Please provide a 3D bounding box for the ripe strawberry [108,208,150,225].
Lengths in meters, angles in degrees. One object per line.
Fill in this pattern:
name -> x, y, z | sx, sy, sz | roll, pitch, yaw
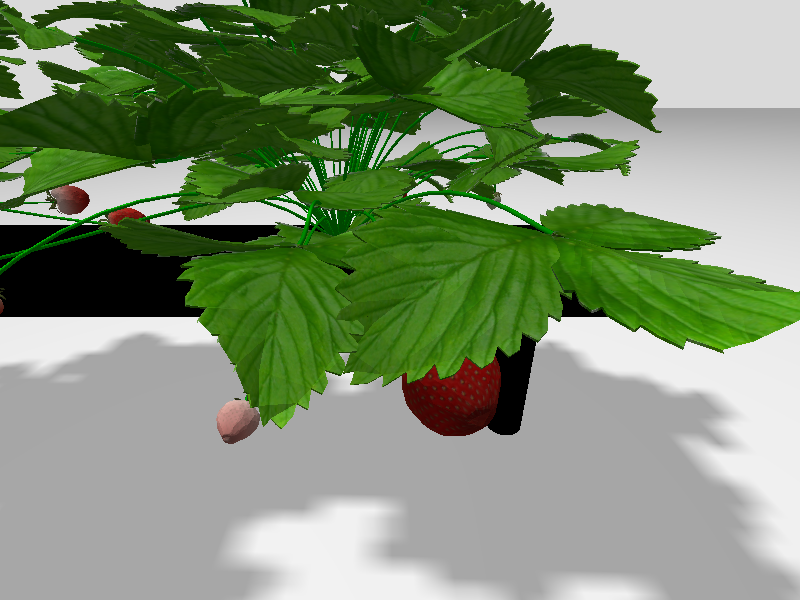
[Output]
ripe strawberry -> -0.252, -0.071, 0.374 | 0.031, 0.033, 0.029 | -1, 27, -3

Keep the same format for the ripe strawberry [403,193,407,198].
ripe strawberry -> -0.012, -0.117, 0.453 | 0.045, 0.039, 0.046 | 11, 29, 19

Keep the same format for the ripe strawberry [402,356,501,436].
ripe strawberry -> 0.023, 0.035, 0.164 | 0.042, 0.044, 0.045 | -9, 31, -17

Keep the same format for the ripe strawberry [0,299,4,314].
ripe strawberry -> -0.253, 0.005, 0.237 | 0.025, 0.026, 0.028 | 30, 2, -44

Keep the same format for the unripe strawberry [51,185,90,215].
unripe strawberry -> -0.375, -0.115, 0.457 | 0.033, 0.034, 0.030 | -21, 34, -35

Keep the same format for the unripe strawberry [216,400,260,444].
unripe strawberry -> -0.066, 0.050, 0.161 | 0.016, 0.017, 0.017 | 1, 28, 2

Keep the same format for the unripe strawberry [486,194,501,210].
unripe strawberry -> 0.111, -0.118, 0.481 | 0.019, 0.020, 0.018 | -20, 33, -33
